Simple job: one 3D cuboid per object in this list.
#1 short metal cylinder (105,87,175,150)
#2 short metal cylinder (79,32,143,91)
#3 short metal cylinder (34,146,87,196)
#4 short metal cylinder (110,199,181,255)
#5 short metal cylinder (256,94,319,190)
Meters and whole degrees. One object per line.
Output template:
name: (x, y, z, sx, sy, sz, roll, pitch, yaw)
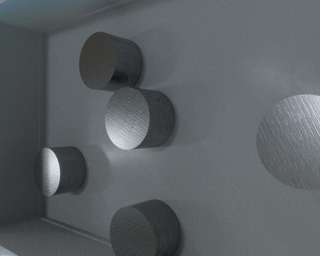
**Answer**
short metal cylinder: (-0.027, -0.012, 0.411, 0.080, 0.050, 0.079, 0, 90, 39)
short metal cylinder: (-0.071, -0.093, 0.447, 0.080, 0.050, 0.079, 0, 90, 39)
short metal cylinder: (-0.171, 0.072, 0.529, 0.080, 0.050, 0.079, 0, 90, 39)
short metal cylinder: (-0.020, 0.138, 0.405, 0.080, 0.050, 0.079, 0, 90, 39)
short metal cylinder: (0.135, 0.012, 0.278, 0.080, 0.050, 0.079, 0, 90, 39)
